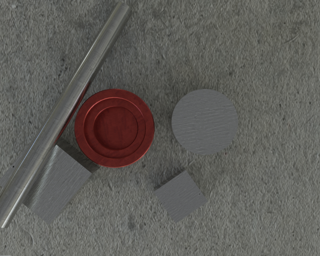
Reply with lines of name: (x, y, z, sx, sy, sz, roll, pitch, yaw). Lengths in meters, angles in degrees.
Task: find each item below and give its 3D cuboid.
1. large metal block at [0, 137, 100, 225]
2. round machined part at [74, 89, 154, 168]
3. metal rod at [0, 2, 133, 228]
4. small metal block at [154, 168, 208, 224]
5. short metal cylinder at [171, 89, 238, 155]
large metal block: (-0.138, 0.060, 0.396, 0.080, 0.050, 0.080, 40, 90, -1)
round machined part: (-0.056, 0.000, 0.401, 0.099, 0.042, 0.097, 0, 90, -1)
metal rod: (-0.111, -0.028, 0.370, 0.025, 0.025, 0.300, 26, 75, 0)
small metal block: (0.027, 0.088, 0.410, 0.050, 0.025, 0.050, -35, 90, 0)
short metal cylinder: (0.054, -0.008, 0.398, 0.081, 0.050, 0.079, 0, 90, -1)
